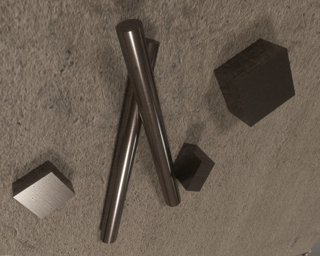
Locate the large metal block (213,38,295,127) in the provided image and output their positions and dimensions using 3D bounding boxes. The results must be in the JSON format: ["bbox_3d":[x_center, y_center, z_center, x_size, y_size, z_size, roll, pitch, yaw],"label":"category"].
[{"bbox_3d":[0.131,-0.062,0.426,0.080,0.050,0.080,-35,129,-5],"label":"large metal block"}]

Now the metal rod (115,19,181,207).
[{"bbox_3d":[-0.004,0.010,0.387,0.025,0.025,0.298,-26,136,-13],"label":"metal rod"}]

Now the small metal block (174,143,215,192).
[{"bbox_3d":[0.047,0.057,0.453,0.025,0.050,0.050,12,112,-34],"label":"small metal block"}]

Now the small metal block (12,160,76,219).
[{"bbox_3d":[-0.141,0.075,0.377,0.050,0.025,0.050,-34,129,-6],"label":"small metal block"}]

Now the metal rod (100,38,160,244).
[{"bbox_3d":[-0.045,0.034,0.404,0.025,0.025,0.298,-1,119,-29],"label":"metal rod"}]
